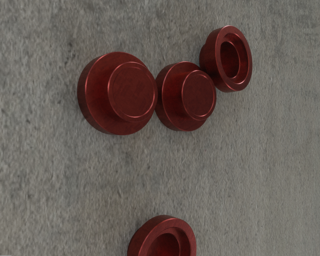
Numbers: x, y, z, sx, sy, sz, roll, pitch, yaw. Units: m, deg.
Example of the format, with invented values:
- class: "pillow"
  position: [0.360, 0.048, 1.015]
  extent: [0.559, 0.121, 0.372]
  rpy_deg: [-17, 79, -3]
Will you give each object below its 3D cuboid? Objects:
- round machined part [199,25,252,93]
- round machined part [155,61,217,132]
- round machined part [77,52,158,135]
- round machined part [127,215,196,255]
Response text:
- class: "round machined part"
  position: [0.098, -0.102, 0.474]
  extent: [0.099, 0.042, 0.097]
  rpy_deg: [4, 85, -44]
- class: "round machined part"
  position: [0.041, -0.044, 0.430]
  extent: [0.099, 0.042, 0.097]
  rpy_deg: [0, 90, -40]
- class: "round machined part"
  position: [-0.041, -0.040, 0.361]
  extent: [0.099, 0.042, 0.097]
  rpy_deg: [0, 90, -40]
- class: "round machined part"
  position: [-0.002, 0.160, 0.394]
  extent: [0.099, 0.042, 0.097]
  rpy_deg: [0, 90, -40]
